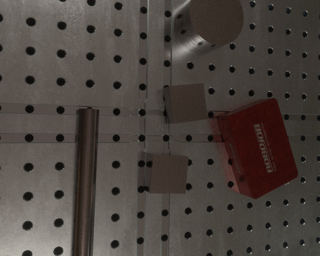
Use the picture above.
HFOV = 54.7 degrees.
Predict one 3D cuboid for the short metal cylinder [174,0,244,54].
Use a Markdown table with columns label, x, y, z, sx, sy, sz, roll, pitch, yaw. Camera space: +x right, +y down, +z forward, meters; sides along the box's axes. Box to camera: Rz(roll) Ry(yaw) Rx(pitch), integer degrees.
| label | x | y | z | sx | sy | sz | roll | pitch | yaw |
| --- | --- | --- | --- | --- | --- | --- | --- | --- | --- |
| short metal cylinder | 0.066 | -0.148 | 0.425 | 0.081 | 0.050 | 0.079 | 0 | 90 | -20 |

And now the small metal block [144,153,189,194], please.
| label | x | y | z | sx | sy | sz | roll | pitch | yaw |
| --- | --- | --- | --- | --- | --- | --- | --- | --- | --- |
| small metal block | 0.008 | 0.061 | 0.417 | 0.050 | 0.025 | 0.050 | 5 | 88 | -20 |

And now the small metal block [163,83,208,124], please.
| label | x | y | z | sx | sy | sz | roll | pitch | yaw |
| --- | --- | --- | --- | --- | --- | --- | --- | --- | --- |
| small metal block | 0.035 | -0.034 | 0.427 | 0.050 | 0.025 | 0.050 | -8 | 93 | -20 |

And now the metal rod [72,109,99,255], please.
| label | x | y | z | sx | sy | sz | roll | pitch | yaw |
| --- | --- | --- | --- | --- | --- | --- | --- | --- | --- |
| metal rod | -0.094 | 0.126 | 0.378 | 0.025 | 0.025 | 0.298 | 3 | 89 | -20 |

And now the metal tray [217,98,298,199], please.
| label | x | y | z | sx | sy | sz | roll | pitch | yaw |
| --- | --- | --- | --- | --- | --- | --- | --- | --- | --- |
| metal tray | 0.149 | 0.029 | 0.467 | 0.091 | 0.030 | 0.129 | -21 | 97 | -19 |
